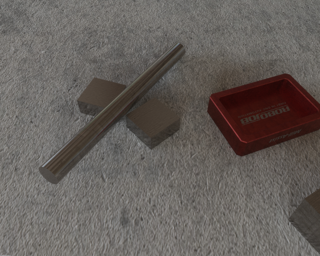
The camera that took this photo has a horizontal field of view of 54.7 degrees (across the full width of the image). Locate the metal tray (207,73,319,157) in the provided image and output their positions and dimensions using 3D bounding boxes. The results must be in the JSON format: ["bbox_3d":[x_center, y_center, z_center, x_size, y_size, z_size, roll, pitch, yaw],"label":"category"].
[{"bbox_3d":[0.142,-0.022,0.419,0.131,0.030,0.090,-17,52,-14],"label":"metal tray"}]

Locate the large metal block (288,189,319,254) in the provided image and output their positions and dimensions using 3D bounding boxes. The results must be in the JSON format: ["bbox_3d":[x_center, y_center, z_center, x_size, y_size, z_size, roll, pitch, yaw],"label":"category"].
[{"bbox_3d":[0.195,0.094,0.310,0.081,0.050,0.080,-25,55,-20],"label":"large metal block"}]

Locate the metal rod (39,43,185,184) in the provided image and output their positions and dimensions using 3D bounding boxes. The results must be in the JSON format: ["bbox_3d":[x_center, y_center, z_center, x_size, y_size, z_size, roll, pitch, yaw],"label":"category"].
[{"bbox_3d":[-0.042,-0.040,0.415,0.025,0.025,0.301,23,47,18],"label":"metal rod"}]

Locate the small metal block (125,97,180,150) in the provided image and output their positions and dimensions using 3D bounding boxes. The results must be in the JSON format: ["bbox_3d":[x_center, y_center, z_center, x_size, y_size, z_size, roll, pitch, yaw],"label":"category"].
[{"bbox_3d":[-0.009,-0.007,0.409,0.050,0.025,0.050,-34,58,-26],"label":"small metal block"}]

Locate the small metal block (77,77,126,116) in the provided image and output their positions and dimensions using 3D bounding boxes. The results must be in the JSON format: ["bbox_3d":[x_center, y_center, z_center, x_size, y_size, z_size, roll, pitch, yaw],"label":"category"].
[{"bbox_3d":[-0.080,-0.041,0.437,0.050,0.025,0.050,15,52,12],"label":"small metal block"}]
